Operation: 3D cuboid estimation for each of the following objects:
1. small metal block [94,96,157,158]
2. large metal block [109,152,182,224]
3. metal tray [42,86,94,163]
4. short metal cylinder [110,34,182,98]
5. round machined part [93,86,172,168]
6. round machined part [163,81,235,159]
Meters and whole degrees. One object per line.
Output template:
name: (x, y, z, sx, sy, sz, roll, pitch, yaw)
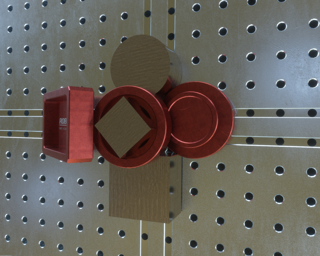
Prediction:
small metal block: (-0.039, -0.001, 0.360, 0.050, 0.025, 0.050, -43, 77, 15)
large metal block: (-0.018, 0.073, 0.402, 0.080, 0.050, 0.080, 1, 90, 20)
metal tray: (-0.127, -0.005, 0.416, 0.130, 0.030, 0.089, 2, 91, 57)
short metal cylinder: (-0.017, -0.075, 0.405, 0.080, 0.050, 0.080, 0, 90, 20)
round machined part: (-0.032, -0.001, 0.384, 0.098, 0.042, 0.097, 0, 90, 20)
round machined part: (0.042, -0.010, 0.387, 0.098, 0.042, 0.097, 0, 90, 20)
